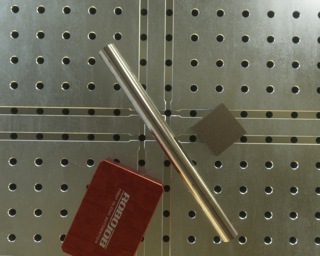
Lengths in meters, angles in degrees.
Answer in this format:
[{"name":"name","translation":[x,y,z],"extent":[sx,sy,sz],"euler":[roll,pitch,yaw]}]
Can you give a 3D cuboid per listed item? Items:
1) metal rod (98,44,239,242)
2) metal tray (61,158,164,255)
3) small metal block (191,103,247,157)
[{"name":"metal rod","translation":[0.012,0.020,0.413],"extent":[0.025,0.025,0.299],"euler":[-34,90,0]},{"name":"metal tray","translation":[-0.061,0.116,0.410],"extent":[0.090,0.030,0.129],"euler":[24,90,-1]},{"name":"small metal block","translation":[0.078,0.002,0.414],"extent":[0.050,0.025,0.050],"euler":[-39,91,0]}]
